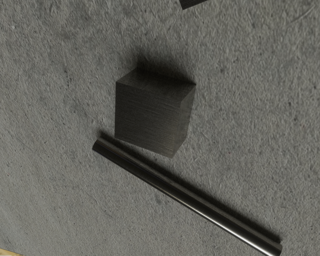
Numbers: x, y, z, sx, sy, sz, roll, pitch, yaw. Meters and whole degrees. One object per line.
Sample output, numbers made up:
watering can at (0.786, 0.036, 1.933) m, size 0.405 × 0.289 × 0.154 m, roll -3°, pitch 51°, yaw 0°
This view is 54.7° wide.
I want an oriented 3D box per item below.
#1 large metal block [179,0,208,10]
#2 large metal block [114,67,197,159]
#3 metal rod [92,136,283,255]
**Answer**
large metal block at (0.050, -0.159, 0.266) m, size 0.080 × 0.050 × 0.080 m, roll -10°, pitch 113°, yaw 32°
large metal block at (-0.007, -0.020, 0.383) m, size 0.080 × 0.050 × 0.079 m, roll 19°, pitch 126°, yaw 17°
metal rod at (0.033, 0.098, 0.449) m, size 0.301 × 0.025 × 0.025 m, roll 30°, pitch 128°, yaw 8°
